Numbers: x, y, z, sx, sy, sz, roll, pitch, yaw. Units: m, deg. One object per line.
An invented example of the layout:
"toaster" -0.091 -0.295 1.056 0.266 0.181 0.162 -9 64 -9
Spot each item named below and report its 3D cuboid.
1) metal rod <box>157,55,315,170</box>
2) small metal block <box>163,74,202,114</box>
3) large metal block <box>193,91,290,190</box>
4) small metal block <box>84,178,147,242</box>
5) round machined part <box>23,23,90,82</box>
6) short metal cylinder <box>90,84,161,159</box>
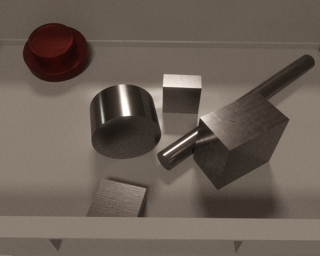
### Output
"metal rod" 0.121 -0.033 0.434 0.302 0.025 0.025 -32 57 -25
"small metal block" 0.029 -0.046 0.428 0.050 0.050 0.025 2 50 2
"large metal block" 0.089 0.015 0.358 0.081 0.080 0.050 -24 54 -19
"small metal block" -0.045 0.087 0.332 0.050 0.025 0.050 11 51 9
"round machined part" -0.163 -0.124 0.482 0.099 0.042 0.098 0 64 0
"short metal cylinder" -0.043 -0.006 0.374 0.081 0.080 0.050 -8 51 -7
